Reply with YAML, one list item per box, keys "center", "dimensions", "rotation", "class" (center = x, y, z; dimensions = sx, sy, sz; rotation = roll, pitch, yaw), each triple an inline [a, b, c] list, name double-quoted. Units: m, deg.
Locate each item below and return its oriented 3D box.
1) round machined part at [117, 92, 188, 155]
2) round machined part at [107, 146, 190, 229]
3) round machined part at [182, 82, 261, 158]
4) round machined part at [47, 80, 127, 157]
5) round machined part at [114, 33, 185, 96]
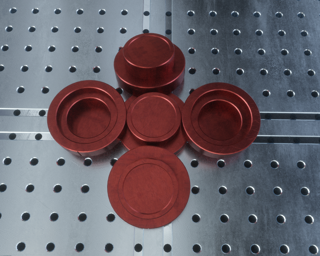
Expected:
- center: [-0.008, -0.008, 0.404]
  dimensions: [0.099, 0.042, 0.098]
  rotation: [0, 70, -1]
  class: "round machined part"
- center: [-0.013, 0.069, 0.365]
  dimensions: [0.099, 0.042, 0.097]
  rotation: [0, 85, 0]
  class: "round machined part"
- center: [0.077, -0.007, 0.406]
  dimensions: [0.099, 0.042, 0.098]
  rotation: [0, 70, -1]
  class: "round machined part"
- center: [-0.091, -0.010, 0.405]
  dimensions: [0.099, 0.042, 0.098]
  rotation: [0, 70, -1]
  class: "round machined part"
- center: [-0.014, -0.092, 0.424]
  dimensions: [0.099, 0.042, 0.098]
  rotation: [-1, 56, 1]
  class: "round machined part"
